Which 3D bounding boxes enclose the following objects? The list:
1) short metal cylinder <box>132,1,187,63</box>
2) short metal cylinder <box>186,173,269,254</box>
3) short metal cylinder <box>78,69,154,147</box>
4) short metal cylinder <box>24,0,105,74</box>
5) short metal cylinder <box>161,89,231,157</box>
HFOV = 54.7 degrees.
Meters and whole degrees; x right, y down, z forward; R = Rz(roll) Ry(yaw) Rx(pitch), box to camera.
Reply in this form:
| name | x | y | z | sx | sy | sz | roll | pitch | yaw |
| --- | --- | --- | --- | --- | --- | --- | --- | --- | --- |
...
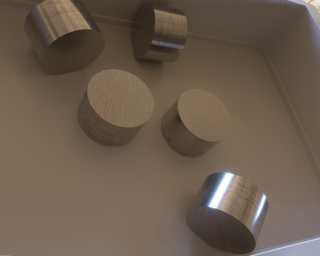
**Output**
| name | x | y | z | sx | sy | sz | roll | pitch | yaw |
| --- | --- | --- | --- | --- | --- | --- | --- | --- | --- |
| short metal cylinder | -0.003 | -0.139 | 0.455 | 0.050 | 0.080 | 0.080 | 2 | 61 | -28 |
| short metal cylinder | 0.077 | 0.097 | 0.354 | 0.080 | 0.080 | 0.050 | 40 | 51 | -2 |
| short metal cylinder | -0.054 | -0.024 | 0.376 | 0.081 | 0.050 | 0.080 | 14 | 56 | -21 |
| short metal cylinder | -0.115 | -0.111 | 0.377 | 0.081 | 0.080 | 0.050 | -21 | 73 | -36 |
| short metal cylinder | 0.048 | -0.006 | 0.421 | 0.081 | 0.050 | 0.080 | 14 | 56 | -21 |
